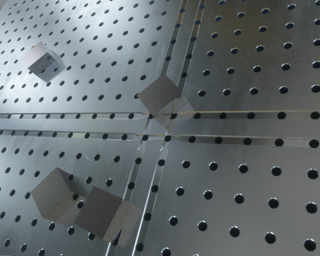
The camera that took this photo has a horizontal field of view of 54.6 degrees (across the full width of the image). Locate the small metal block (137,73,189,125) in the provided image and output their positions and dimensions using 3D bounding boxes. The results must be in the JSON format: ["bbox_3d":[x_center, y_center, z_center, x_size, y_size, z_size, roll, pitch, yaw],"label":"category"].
[{"bbox_3d":[0.004,-0.040,0.432,0.050,0.025,0.050,-39,51,2],"label":"small metal block"}]

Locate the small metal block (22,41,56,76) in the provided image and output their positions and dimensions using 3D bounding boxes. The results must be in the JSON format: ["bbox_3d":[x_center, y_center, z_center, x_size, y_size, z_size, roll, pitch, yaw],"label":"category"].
[{"bbox_3d":[-0.244,-0.141,0.625,0.050,0.025,0.050,-39,51,2],"label":"small metal block"}]

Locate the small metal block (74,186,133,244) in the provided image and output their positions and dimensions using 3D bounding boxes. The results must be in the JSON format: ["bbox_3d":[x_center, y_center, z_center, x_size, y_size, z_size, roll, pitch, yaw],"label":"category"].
[{"bbox_3d":[-0.069,0.105,0.381,0.050,0.025,0.050,15,69,34],"label":"small metal block"}]

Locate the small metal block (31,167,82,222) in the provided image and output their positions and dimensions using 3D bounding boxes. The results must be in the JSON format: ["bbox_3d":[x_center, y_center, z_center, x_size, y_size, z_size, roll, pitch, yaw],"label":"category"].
[{"bbox_3d":[-0.144,0.092,0.429,0.050,0.025,0.050,-44,51,-3],"label":"small metal block"}]
